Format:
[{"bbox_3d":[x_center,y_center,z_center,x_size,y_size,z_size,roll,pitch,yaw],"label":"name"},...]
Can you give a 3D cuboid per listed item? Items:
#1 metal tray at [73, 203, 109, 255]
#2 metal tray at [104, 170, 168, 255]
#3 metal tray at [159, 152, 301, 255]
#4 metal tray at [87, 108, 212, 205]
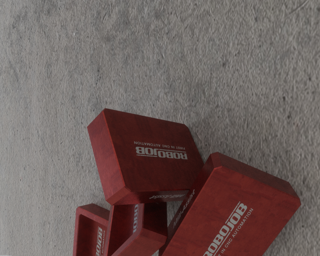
[{"bbox_3d":[-0.095,0.193,0.480,0.090,0.030,0.129,9,96,39],"label":"metal tray"},{"bbox_3d":[-0.029,0.097,0.376,0.090,0.030,0.130,-51,23,30],"label":"metal tray"},{"bbox_3d":[0.065,0.098,0.313,0.090,0.030,0.129,23,110,-8],"label":"metal tray"},{"bbox_3d":[-0.007,0.032,0.334,0.030,0.131,0.090,-41,57,33],"label":"metal tray"}]
